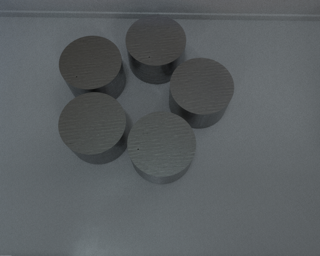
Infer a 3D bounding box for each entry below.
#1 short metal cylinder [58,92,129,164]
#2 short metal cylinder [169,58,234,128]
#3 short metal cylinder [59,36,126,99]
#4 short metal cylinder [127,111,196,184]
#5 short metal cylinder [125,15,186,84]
[{"bbox_3d":[-0.081,0.001,0.393,0.081,0.050,0.080,0,70,0],"label":"short metal cylinder"},{"bbox_3d":[0.053,-0.045,0.411,0.081,0.050,0.080,0,70,0],"label":"short metal cylinder"},{"bbox_3d":[-0.089,-0.077,0.422,0.081,0.050,0.080,0,70,0],"label":"short metal cylinder"},{"bbox_3d":[0.002,0.026,0.385,0.081,0.050,0.080,0,70,0],"label":"short metal cylinder"},{"bbox_3d":[-0.005,-0.109,0.434,0.081,0.050,0.080,0,70,0],"label":"short metal cylinder"}]
